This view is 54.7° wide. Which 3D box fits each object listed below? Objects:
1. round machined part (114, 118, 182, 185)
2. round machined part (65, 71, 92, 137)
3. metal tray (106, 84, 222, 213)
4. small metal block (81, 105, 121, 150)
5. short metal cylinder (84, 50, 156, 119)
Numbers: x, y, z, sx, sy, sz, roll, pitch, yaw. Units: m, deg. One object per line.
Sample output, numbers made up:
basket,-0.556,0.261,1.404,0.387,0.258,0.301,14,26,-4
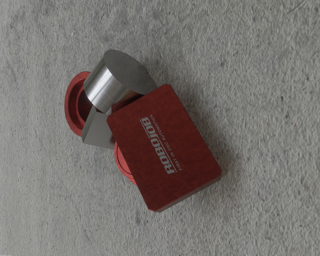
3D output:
round machined part,-0.023,0.031,0.412,0.098,0.042,0.097,0,90,39
round machined part,-0.100,-0.035,0.475,0.098,0.042,0.097,0,90,39
metal tray,0.003,0.022,0.370,0.090,0.030,0.130,-29,69,2
small metal block,-0.075,-0.001,0.426,0.050,0.050,0.025,-63,31,20
short metal cylinder,-0.053,-0.058,0.413,0.050,0.081,0.080,-45,63,30
